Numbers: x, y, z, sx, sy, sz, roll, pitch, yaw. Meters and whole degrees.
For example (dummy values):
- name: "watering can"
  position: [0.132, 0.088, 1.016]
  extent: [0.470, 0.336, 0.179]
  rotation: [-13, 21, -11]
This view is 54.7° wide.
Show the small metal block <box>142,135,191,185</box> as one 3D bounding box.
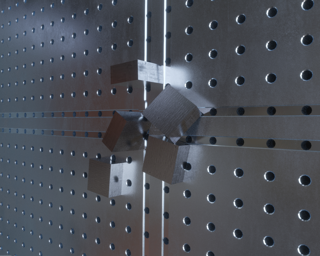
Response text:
- name: "small metal block"
  position: [0.008, 0.040, 0.401]
  extent: [0.050, 0.025, 0.050]
  rotation: [18, 101, 38]

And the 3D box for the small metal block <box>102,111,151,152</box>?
- name: "small metal block"
  position: [-0.045, 0.005, 0.428]
  extent: [0.025, 0.050, 0.050]
  rotation: [41, 115, 32]

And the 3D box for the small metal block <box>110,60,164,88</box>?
- name: "small metal block"
  position: [-0.030, -0.071, 0.416]
  extent: [0.050, 0.050, 0.025]
  rotation: [-2, 89, 39]

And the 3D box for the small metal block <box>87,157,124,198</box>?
- name: "small metal block"
  position: [-0.084, 0.075, 0.477]
  extent: [0.050, 0.025, 0.050]
  rotation: [8, 95, 39]

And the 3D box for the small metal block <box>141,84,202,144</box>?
- name: "small metal block"
  position: [0.014, -0.018, 0.384]
  extent: [0.050, 0.025, 0.050]
  rotation: [-48, 59, 0]
